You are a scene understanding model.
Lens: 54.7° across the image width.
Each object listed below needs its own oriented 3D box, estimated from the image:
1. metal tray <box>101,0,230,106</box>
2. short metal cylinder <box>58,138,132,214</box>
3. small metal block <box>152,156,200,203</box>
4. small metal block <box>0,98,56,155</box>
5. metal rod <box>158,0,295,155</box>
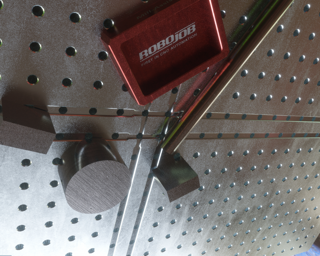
[{"bbox_3d":[0.011,-0.095,0.356,0.131,0.030,0.090,-32,129,-8],"label":"metal tray"},{"bbox_3d":[-0.082,0.060,0.388,0.081,0.050,0.079,-14,125,-21],"label":"short metal cylinder"},{"bbox_3d":[0.023,0.074,0.456,0.050,0.050,0.025,-24,128,-14],"label":"small metal block"},{"bbox_3d":[-0.140,-0.002,0.318,0.050,0.050,0.025,19,108,-36],"label":"small metal block"},{"bbox_3d":[0.098,-0.088,0.412,0.025,0.025,0.299,31,101,-38],"label":"metal rod"}]
